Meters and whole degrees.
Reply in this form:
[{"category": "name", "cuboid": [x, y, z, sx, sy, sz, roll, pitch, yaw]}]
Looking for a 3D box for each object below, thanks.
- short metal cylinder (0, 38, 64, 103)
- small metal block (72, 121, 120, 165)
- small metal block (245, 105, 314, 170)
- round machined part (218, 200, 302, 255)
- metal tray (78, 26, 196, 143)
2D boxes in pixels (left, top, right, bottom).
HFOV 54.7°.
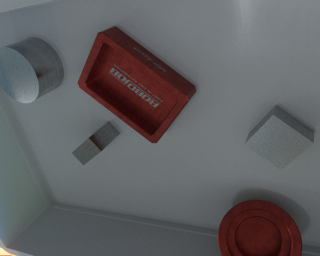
[{"category": "short metal cylinder", "cuboid": [-0.185, -0.082, 0.437, 0.080, 0.050, 0.079, 13, 124, 20]}, {"category": "small metal block", "cuboid": [-0.093, 0.022, 0.453, 0.025, 0.050, 0.050, 49, 128, -7]}, {"category": "small metal block", "cuboid": [0.132, 0.011, 0.345, 0.050, 0.025, 0.050, 36, 129, 3]}, {"category": "round machined part", "cuboid": [0.126, 0.142, 0.397, 0.098, 0.042, 0.098, -3, 78, 15]}, {"category": "metal tray", "cuboid": [-0.032, -0.051, 0.388, 0.130, 0.030, 0.089, 37, 129, 2]}]
